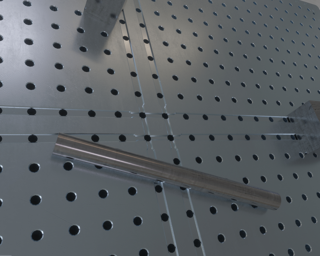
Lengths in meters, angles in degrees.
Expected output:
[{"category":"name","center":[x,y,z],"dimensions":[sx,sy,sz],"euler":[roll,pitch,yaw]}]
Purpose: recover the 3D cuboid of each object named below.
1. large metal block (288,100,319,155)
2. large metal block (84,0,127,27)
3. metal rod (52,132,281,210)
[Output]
[{"category":"large metal block","center":[0.286,0.001,0.546],"dimensions":[0.081,0.050,0.080],"euler":[2,61,-27]},{"category":"large metal block","center":[-0.069,-0.217,0.468],"dimensions":[0.050,0.080,0.080],"euler":[24,53,-14]},{"category":"metal rod","center":[0.023,0.059,0.384],"dimensions":[0.302,0.025,0.025],"euler":[17,55,-18]}]
